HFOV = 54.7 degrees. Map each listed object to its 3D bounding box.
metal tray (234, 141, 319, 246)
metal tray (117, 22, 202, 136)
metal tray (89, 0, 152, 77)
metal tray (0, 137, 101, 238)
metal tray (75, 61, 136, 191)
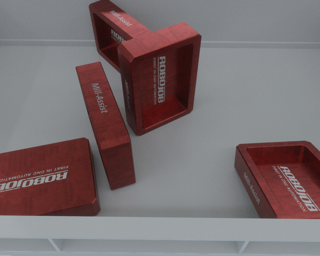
[{"bbox_3d":[0.139,0.059,0.320,0.091,0.030,0.130,-3,26,-3],"label":"metal tray"},{"bbox_3d":[0.001,-0.056,0.384,0.091,0.129,0.030,-25,55,-19],"label":"metal tray"},{"bbox_3d":[-0.055,-0.125,0.467,0.030,0.090,0.130,-31,57,-23],"label":"metal tray"},{"bbox_3d":[-0.139,0.065,0.346,0.131,0.030,0.090,-11,51,-9],"label":"metal tray"},{"bbox_3d":[-0.064,-0.004,0.365,0.030,0.090,0.130,-16,52,-13],"label":"metal tray"}]
